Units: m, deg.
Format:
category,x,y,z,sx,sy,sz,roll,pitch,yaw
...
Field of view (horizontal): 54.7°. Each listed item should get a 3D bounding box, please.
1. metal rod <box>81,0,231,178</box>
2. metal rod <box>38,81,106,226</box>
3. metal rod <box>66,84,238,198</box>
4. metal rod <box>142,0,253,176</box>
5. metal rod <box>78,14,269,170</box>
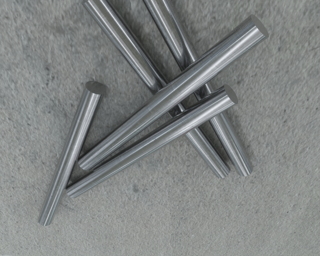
category,x,y,z,sx,sy,sz,roll,pitch,yaw
metal rod,0.014,-0.031,0.380,0.025,0.025,0.300,-26,126,20
metal rod,-0.138,0.056,0.452,0.025,0.025,0.298,19,128,-16
metal rod,-0.031,0.031,0.410,0.299,0.025,0.025,-32,124,32
metal rod,0.057,-0.038,0.375,0.025,0.025,0.300,-22,127,17
metal rod,-0.010,-0.020,0.359,0.025,0.025,0.299,33,132,-26
